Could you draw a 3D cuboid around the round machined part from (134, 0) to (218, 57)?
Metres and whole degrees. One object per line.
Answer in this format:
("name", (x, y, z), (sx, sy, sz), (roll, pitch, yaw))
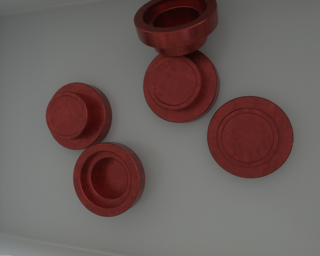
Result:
("round machined part", (0.021, -0.124, 0.376), (0.098, 0.042, 0.098), (-8, 46, 9))

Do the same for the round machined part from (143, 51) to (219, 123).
("round machined part", (0.023, -0.055, 0.393), (0.098, 0.042, 0.097), (0, 90, 20))

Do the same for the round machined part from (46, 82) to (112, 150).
("round machined part", (-0.123, -0.017, 0.445), (0.098, 0.042, 0.097), (0, 90, 20))

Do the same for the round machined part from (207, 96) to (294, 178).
("round machined part", (0.104, 0.011, 0.365), (0.098, 0.042, 0.097), (0, 90, 20))

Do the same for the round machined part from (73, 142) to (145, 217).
("round machined part", (-0.065, 0.068, 0.424), (0.098, 0.042, 0.097), (0, 90, 20))
